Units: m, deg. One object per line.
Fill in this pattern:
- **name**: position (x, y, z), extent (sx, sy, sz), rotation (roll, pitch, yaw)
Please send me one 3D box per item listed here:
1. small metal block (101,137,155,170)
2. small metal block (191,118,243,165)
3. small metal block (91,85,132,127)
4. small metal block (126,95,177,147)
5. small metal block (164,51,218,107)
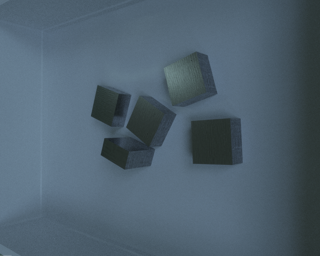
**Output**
- **small metal block**: position (-0.044, 0.033, 0.427), extent (0.050, 0.050, 0.025), rotation (24, 105, 37)
- **small metal block**: position (0.065, 0.015, 0.354), extent (0.050, 0.025, 0.050), rotation (-4, 88, 40)
- **small metal block**: position (-0.075, -0.034, 0.469), extent (0.050, 0.025, 0.050), rotation (24, 105, 37)
- **small metal block**: position (-0.013, -0.009, 0.417), extent (0.050, 0.025, 0.050), rotation (38, 113, 33)
- **small metal block**: position (0.036, -0.058, 0.377), extent (0.050, 0.025, 0.050), rotation (-20, 78, 38)
